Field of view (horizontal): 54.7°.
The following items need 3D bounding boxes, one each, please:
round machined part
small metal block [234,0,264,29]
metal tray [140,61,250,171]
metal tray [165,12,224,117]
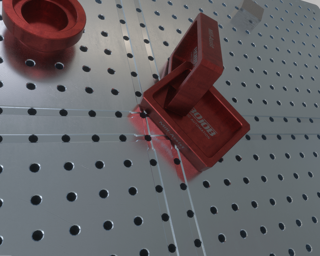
[{"bbox_3d":[-0.150,-0.138,0.401,0.099,0.042,0.098,14,56,-21],"label":"round machined part"},{"bbox_3d":[0.191,-0.246,0.661,0.050,0.025,0.050,31,52,-8],"label":"small metal block"},{"bbox_3d":[0.048,-0.018,0.425,0.090,0.030,0.130,-40,85,-22],"label":"metal tray"},{"bbox_3d":[0.045,-0.090,0.430,0.030,0.089,0.130,24,42,-17],"label":"metal tray"}]
